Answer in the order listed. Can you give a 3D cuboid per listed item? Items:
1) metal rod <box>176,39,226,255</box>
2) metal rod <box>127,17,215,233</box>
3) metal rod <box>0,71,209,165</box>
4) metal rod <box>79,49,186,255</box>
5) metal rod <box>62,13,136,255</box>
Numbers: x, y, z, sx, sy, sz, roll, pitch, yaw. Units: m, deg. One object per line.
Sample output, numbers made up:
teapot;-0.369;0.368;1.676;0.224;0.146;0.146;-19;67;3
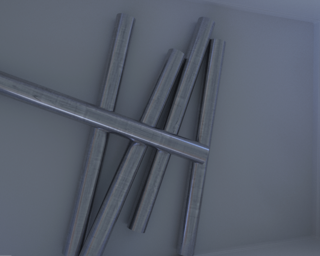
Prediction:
metal rod;0.058;0.024;0.433;0.025;0.025;0.298;10;87;-20
metal rod;0.017;-0.009;0.418;0.025;0.025;0.299;21;83;-19
metal rod;-0.085;-0.017;0.355;0.302;0.025;0.025;20;83;-10
metal rod;-0.033;0.034;0.388;0.025;0.025;0.299;27;77;-19
metal rod;-0.074;0.005;0.383;0.025;0.025;0.298;14;85;-20
